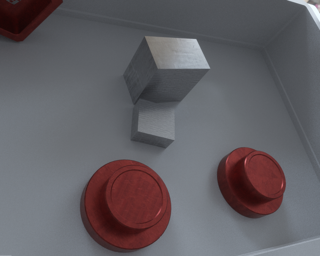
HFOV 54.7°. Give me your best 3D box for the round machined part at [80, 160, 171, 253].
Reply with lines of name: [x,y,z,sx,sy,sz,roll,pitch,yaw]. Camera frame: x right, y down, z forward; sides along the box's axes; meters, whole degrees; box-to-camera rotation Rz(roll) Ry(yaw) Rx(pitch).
round machined part: [-0.031,0.078,0.331,0.099,0.042,0.098,14,56,-21]

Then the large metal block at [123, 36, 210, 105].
large metal block: [0.007,-0.076,0.422,0.081,0.080,0.050,-7,66,-32]

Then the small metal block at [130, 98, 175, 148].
small metal block: [-0.009,-0.006,0.406,0.050,0.025,0.050,14,56,-21]

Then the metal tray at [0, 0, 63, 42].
metal tray: [-0.183,-0.151,0.326,0.131,0.090,0.030,18,50,-52]

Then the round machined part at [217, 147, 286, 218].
round machined part: [0.132,0.070,0.425,0.099,0.042,0.098,14,56,-21]
